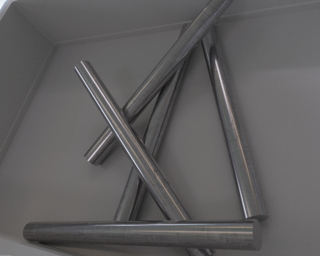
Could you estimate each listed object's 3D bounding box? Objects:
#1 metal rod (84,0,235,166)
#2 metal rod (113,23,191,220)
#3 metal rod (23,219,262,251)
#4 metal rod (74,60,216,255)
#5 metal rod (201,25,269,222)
[{"bbox_3d":[0.000,-0.070,0.414,0.299,0.025,0.025,-50,51,6],"label":"metal rod"},{"bbox_3d":[0.002,-0.020,0.417,0.025,0.025,0.300,5,64,30],"label":"metal rod"},{"bbox_3d":[-0.045,0.113,0.334,0.300,0.025,0.025,-11,57,31],"label":"metal rod"},{"bbox_3d":[-0.033,0.021,0.373,0.025,0.025,0.300,-37,62,3],"label":"metal rod"},{"bbox_3d":[0.081,-0.035,0.384,0.025,0.025,0.299,-18,54,18],"label":"metal rod"}]
